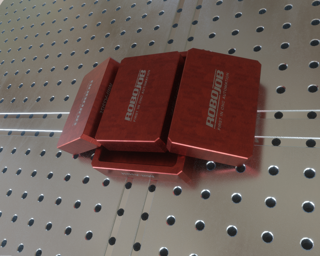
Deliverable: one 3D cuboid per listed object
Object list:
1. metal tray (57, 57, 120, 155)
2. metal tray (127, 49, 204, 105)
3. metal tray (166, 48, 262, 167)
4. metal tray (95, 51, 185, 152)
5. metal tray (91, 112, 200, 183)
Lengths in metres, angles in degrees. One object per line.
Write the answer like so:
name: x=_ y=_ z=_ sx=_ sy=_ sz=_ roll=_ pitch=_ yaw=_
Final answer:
metal tray: x=-0.099 y=-0.031 z=0.451 sx=0.090 sy=0.030 sz=0.130 roll=-19 pitch=50 yaw=49
metal tray: x=0.002 y=-0.061 z=0.440 sx=0.130 sy=0.030 sz=0.090 roll=1 pitch=62 yaw=28
metal tray: x=0.065 y=-0.027 z=0.362 sx=0.090 sy=0.030 sz=0.130 roll=12 pitch=65 yaw=3
metal tray: x=-0.021 y=-0.035 z=0.397 sx=0.090 sy=0.030 sz=0.130 roll=0 pitch=61 yaw=27
metal tray: x=-0.018 y=0.019 z=0.402 sx=0.130 sy=0.030 sz=0.090 roll=1 pitch=62 yaw=28
